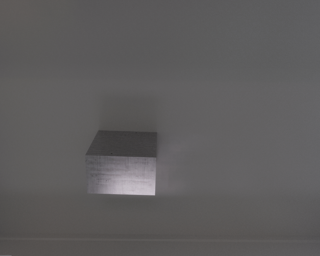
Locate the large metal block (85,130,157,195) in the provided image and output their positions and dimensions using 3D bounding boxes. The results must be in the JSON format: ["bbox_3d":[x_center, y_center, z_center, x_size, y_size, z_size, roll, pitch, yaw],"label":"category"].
[{"bbox_3d":[-0.045,0.042,0.397,0.080,0.080,0.050,2,110,-1],"label":"large metal block"}]
